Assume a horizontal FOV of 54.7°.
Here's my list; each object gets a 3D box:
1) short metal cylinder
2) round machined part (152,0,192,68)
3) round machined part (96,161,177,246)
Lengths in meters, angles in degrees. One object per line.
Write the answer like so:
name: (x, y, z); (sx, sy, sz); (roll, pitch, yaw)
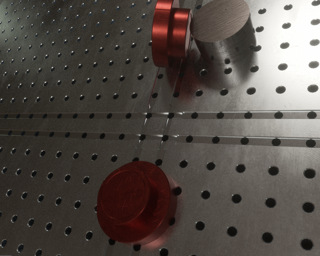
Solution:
short metal cylinder: (0.087, -0.132, 0.427); (0.080, 0.050, 0.080); (-13, 56, 20)
round machined part: (0.020, -0.133, 0.435); (0.042, 0.098, 0.098); (8, 64, 9)
round machined part: (-0.033, 0.083, 0.363); (0.098, 0.042, 0.098); (-13, 56, 20)
